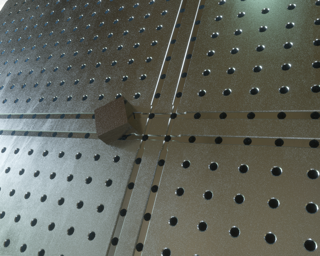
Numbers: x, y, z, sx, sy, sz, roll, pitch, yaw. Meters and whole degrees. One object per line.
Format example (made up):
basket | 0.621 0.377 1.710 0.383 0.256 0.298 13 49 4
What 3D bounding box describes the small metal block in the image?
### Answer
small metal block | -0.066 -0.011 0.451 0.050 0.025 0.050 -24 53 13
